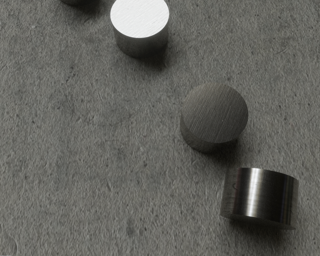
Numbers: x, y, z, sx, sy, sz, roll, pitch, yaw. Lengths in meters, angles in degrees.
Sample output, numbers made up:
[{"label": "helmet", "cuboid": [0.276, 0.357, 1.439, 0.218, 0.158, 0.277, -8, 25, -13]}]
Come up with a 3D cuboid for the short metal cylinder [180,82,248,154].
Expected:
[{"label": "short metal cylinder", "cuboid": [0.067, -0.011, 0.399, 0.081, 0.050, 0.080, 0, 70, 0]}]

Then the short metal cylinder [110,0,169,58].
[{"label": "short metal cylinder", "cuboid": [-0.028, -0.149, 0.449, 0.081, 0.050, 0.080, 0, 70, 0]}]

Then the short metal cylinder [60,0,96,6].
[{"label": "short metal cylinder", "cuboid": [-0.132, -0.239, 0.481, 0.081, 0.050, 0.080, 0, 70, 0]}]

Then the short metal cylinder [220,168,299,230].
[{"label": "short metal cylinder", "cuboid": [0.112, 0.081, 0.350, 0.080, 0.080, 0.050, 12, 71, 4]}]
